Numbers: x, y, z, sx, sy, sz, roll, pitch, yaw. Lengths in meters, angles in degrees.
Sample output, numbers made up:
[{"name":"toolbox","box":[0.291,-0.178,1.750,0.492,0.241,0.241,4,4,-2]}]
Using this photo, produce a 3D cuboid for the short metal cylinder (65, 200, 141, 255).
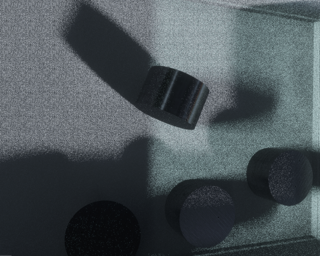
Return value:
[{"name":"short metal cylinder","box":[-0.065,0.131,0.354,0.081,0.050,0.080,5,52,-6]}]

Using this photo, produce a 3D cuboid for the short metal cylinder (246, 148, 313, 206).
[{"name":"short metal cylinder","box":[0.179,0.071,0.465,0.081,0.050,0.079,0,90,-21]}]

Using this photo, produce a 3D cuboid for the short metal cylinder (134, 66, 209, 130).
[{"name":"short metal cylinder","box":[0.015,-0.036,0.388,0.080,0.080,0.050,25,82,-19]}]

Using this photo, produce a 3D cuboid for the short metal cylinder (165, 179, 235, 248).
[{"name":"short metal cylinder","box":[0.053,0.113,0.418,0.081,0.050,0.079,0,90,-21]}]
